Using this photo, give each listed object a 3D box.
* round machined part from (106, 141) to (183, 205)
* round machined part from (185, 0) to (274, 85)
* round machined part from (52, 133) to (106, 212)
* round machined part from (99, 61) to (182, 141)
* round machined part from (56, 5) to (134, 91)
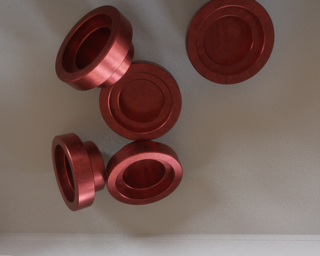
[{"bbox_3d":[-0.023,0.054,0.411,0.099,0.042,0.097,-8,129,-10],"label":"round machined part"},{"bbox_3d":[0.079,-0.104,0.365,0.099,0.042,0.097,0,110,-1],"label":"round machined part"},{"bbox_3d":[-0.103,0.054,0.400,0.042,0.098,0.097,-13,114,-32],"label":"round machined part"},{"bbox_3d":[-0.023,-0.036,0.389,0.099,0.042,0.097,0,110,-1],"label":"round machined part"},{"bbox_3d":[-0.068,-0.084,0.349,0.098,0.098,0.042,-41,138,13],"label":"round machined part"}]
